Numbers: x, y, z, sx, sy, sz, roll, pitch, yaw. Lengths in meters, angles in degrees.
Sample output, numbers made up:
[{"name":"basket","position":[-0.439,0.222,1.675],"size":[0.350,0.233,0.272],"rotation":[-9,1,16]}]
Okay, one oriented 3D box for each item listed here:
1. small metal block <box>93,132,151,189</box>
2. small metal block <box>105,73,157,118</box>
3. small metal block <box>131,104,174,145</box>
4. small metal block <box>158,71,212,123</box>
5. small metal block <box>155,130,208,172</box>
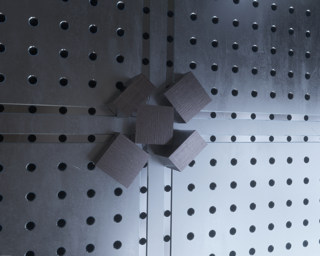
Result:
[{"name":"small metal block","position":[-0.049,0.040,0.394],"size":[0.050,0.025,0.050],"rotation":[40,77,-16]},{"name":"small metal block","position":[-0.037,-0.039,0.385],"size":[0.025,0.050,0.050],"rotation":[46,77,-15]},{"name":"small metal block","position":[-0.010,-0.004,0.408],"size":[0.050,0.025,0.050],"rotation":[4,88,-19]},{"name":"small metal block","position":[0.034,-0.041,0.425],"size":[0.050,0.025,0.050],"rotation":[-42,103,-15]},{"name":"small metal block","position":[0.027,0.028,0.409],"size":[0.050,0.050,0.025],"rotation":[-44,104,-15]}]
